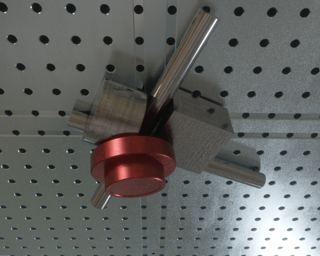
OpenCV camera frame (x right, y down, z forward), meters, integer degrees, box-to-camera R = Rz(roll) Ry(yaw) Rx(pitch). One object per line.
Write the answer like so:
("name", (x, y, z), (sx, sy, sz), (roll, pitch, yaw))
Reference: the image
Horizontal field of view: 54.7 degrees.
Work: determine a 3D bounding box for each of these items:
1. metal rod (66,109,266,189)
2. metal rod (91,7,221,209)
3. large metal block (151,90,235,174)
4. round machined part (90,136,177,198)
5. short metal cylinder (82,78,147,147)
("metal rod", (0.020, 0.035, 0.441), (0.302, 0.025, 0.025), (19, 127, -16))
("metal rod", (-0.019, -0.004, 0.383), (0.025, 0.025, 0.298), (22, 119, -18))
("large metal block", (0.034, 0.005, 0.396), (0.080, 0.050, 0.079), (20, 127, -17))
("round machined part", (-0.030, 0.050, 0.357), (0.099, 0.042, 0.098), (-6, 151, -3))
("short metal cylinder", (-0.054, -0.013, 0.363), (0.050, 0.080, 0.079), (20, 127, -16))
